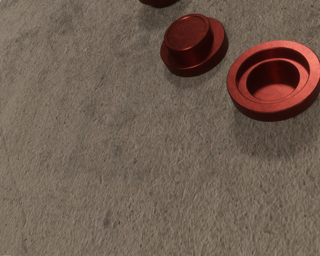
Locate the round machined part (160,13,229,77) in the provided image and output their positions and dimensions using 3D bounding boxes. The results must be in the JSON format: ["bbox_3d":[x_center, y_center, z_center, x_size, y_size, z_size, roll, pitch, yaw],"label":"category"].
[{"bbox_3d":[0.045,-0.125,0.445,0.098,0.042,0.098,-13,56,20],"label":"round machined part"}]

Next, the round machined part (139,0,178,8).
[{"bbox_3d":[0.005,-0.250,0.543,0.098,0.042,0.098,-13,56,20],"label":"round machined part"}]

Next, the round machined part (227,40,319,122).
[{"bbox_3d":[0.130,-0.049,0.354,0.098,0.042,0.098,-13,56,20],"label":"round machined part"}]
